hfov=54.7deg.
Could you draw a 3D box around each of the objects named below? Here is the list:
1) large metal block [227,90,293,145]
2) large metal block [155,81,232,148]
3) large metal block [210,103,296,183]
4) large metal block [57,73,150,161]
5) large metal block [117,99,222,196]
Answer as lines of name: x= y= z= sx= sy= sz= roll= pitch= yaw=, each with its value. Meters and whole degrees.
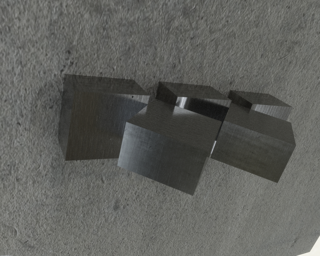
large metal block: x=0.137 y=-0.008 z=0.465 sx=0.081 sy=0.050 sz=0.079 roll=1 pitch=118 yaw=-30
large metal block: x=0.035 y=-0.012 z=0.406 sx=0.081 sy=0.050 sz=0.079 roll=1 pitch=118 yaw=-29
large metal block: x=0.115 y=0.014 z=0.385 sx=0.080 sy=0.080 sz=0.050 roll=20 pitch=114 yaw=11
large metal block: x=-0.066 y=-0.012 z=0.350 sx=0.081 sy=0.050 sz=0.079 roll=0 pitch=118 yaw=-29
large metal block: x=0.013 y=0.015 z=0.326 sx=0.080 sy=0.080 sz=0.050 roll=-47 pitch=155 yaw=-62
